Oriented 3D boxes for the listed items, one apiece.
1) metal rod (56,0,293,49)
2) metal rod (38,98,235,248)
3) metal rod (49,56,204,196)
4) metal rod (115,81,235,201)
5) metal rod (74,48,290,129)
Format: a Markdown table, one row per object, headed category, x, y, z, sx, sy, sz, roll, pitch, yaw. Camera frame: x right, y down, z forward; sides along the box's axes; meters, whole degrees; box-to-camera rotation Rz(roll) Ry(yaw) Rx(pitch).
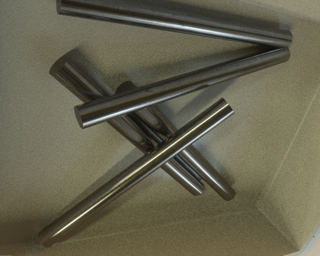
| category | x | y | z | sx | sy | sz | roll | pitch | yaw |
| --- | --- | --- | --- | --- | --- | --- | --- | --- | --- |
| metal rod | 0.040 | -0.120 | 0.357 | 0.303 | 0.025 | 0.025 | -1 | 119 | -28 |
| metal rod | -0.035 | 0.061 | 0.401 | 0.300 | 0.025 | 0.025 | -37 | 130 | 6 |
| metal rod | -0.021 | 0.018 | 0.409 | 0.025 | 0.025 | 0.300 | -44 | 130 | 2 |
| metal rod | 0.040 | 0.036 | 0.454 | 0.025 | 0.025 | 0.300 | -44 | 130 | 2 |
| metal rod | 0.046 | -0.058 | 0.378 | 0.302 | 0.025 | 0.025 | -20 | 127 | -24 |
